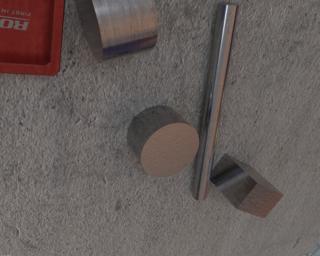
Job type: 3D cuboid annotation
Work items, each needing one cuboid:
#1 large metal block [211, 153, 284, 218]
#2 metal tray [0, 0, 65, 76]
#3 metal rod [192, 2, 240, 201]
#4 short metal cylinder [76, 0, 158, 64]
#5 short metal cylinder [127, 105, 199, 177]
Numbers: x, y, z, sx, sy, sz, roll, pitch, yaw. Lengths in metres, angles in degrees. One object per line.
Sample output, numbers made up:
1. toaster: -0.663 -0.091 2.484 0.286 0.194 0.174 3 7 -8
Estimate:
1. large metal block: 0.138 0.094 0.505 0.080 0.080 0.050 26 104 -37
2. metal tray: -0.152 -0.095 0.261 0.131 0.030 0.089 -1 119 -28
3. metal rod: 0.073 -0.017 0.436 0.025 0.025 0.298 -11 123 -23
4. short metal cylinder: -0.042 -0.105 0.284 0.050 0.080 0.079 -19 126 -17
5. short metal cylinder: 0.003 0.017 0.403 0.081 0.050 0.079 -14 124 -21
